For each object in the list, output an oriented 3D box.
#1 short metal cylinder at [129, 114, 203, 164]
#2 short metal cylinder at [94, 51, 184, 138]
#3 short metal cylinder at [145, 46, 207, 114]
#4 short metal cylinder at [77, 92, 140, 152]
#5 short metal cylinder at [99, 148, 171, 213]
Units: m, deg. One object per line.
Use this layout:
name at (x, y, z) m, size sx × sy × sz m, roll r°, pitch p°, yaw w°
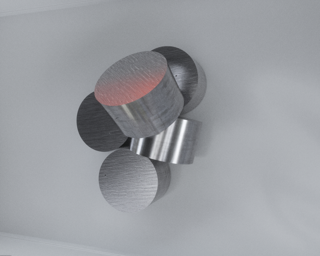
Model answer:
short metal cylinder at (0.007, 0.009, 0.377) m, size 0.080 × 0.080 × 0.050 m, roll 14°, pitch 95°, yaw 19°
short metal cylinder at (-0.021, -0.036, 0.327) m, size 0.080 × 0.050 × 0.080 m, roll -15°, pitch 45°, yaw 16°
short metal cylinder at (0.014, -0.057, 0.390) m, size 0.080 × 0.050 × 0.079 m, roll 0°, pitch 90°, yaw 19°
short metal cylinder at (-0.063, -0.010, 0.416) m, size 0.080 × 0.050 × 0.079 m, roll 0°, pitch 90°, yaw 19°
short metal cylinder at (-0.032, 0.065, 0.405) m, size 0.080 × 0.050 × 0.079 m, roll 0°, pitch 90°, yaw 19°
